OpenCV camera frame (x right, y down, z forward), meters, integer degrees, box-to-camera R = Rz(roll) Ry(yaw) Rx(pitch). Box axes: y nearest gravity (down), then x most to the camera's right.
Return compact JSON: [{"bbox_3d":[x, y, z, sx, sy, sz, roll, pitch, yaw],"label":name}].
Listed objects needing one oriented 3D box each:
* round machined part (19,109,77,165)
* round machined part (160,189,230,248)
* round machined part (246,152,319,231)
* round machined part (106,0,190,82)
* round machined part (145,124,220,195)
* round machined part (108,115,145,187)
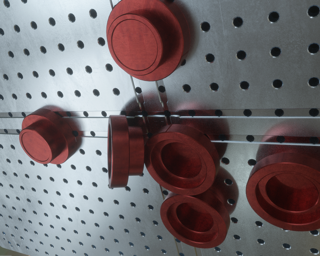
[{"bbox_3d":[-0.192,0.021,0.516,0.098,0.042,0.097,13,124,21],"label":"round machined part"},{"bbox_3d":[0.053,0.123,0.449,0.098,0.042,0.097,13,124,21],"label":"round machined part"},{"bbox_3d":[0.154,0.069,0.362,0.098,0.042,0.097,13,124,21],"label":"round machined part"},{"bbox_3d":[-0.019,-0.098,0.350,0.098,0.042,0.097,13,124,21],"label":"round machined part"},{"bbox_3d":[0.031,0.037,0.407,0.098,0.042,0.097,13,124,21],"label":"round machined part"},{"bbox_3d":[-0.047,0.031,0.421,0.042,0.098,0.097,0,126,-13],"label":"round machined part"}]
